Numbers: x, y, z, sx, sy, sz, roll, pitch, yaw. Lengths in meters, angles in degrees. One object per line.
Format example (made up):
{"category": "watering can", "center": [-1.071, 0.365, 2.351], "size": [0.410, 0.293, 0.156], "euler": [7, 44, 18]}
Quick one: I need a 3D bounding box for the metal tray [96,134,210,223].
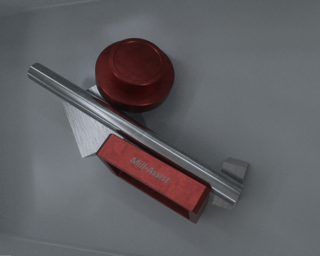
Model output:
{"category": "metal tray", "center": [-0.006, 0.063, 0.372], "size": [0.130, 0.090, 0.030], "euler": [28, 72, 17]}

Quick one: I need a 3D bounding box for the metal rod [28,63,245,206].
{"category": "metal rod", "center": [-0.041, -0.002, 0.368], "size": [0.301, 0.025, 0.025], "euler": [31, 100, 17]}

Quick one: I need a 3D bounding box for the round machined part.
{"category": "round machined part", "center": [-0.030, -0.071, 0.382], "size": [0.099, 0.042, 0.098], "euler": [5, 65, -10]}

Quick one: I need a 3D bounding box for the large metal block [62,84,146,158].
{"category": "large metal block", "center": [-0.072, -0.013, 0.420], "size": [0.080, 0.050, 0.080], "euler": [-24, 82, 18]}

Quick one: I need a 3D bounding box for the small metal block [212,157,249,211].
{"category": "small metal block", "center": [0.085, 0.064, 0.365], "size": [0.025, 0.050, 0.050], "euler": [15, 95, 19]}
